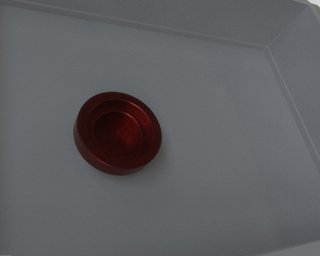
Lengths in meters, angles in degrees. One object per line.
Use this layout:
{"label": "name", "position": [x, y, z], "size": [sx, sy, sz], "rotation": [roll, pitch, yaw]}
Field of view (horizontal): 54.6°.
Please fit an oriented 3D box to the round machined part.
{"label": "round machined part", "position": [-0.051, 0.010, 0.361], "size": [0.099, 0.042, 0.098], "rotation": [13, 56, -21]}
